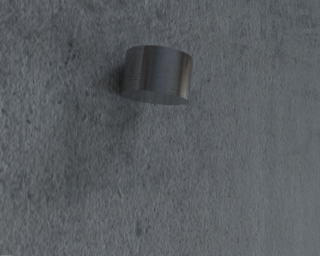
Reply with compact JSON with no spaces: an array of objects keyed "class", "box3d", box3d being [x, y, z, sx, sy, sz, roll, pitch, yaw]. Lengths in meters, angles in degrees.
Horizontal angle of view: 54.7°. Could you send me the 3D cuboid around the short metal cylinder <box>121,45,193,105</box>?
[{"class":"short metal cylinder","box3d":[-0.003,-0.060,0.368,0.081,0.080,0.050,11,83,-40]}]
